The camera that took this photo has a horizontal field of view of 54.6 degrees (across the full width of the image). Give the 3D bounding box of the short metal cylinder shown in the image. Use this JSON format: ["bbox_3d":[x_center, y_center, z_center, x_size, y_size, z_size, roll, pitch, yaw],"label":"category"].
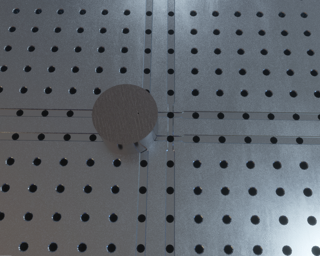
[{"bbox_3d":[-0.043,-0.010,0.402,0.080,0.050,0.080,0,70,0],"label":"short metal cylinder"}]
